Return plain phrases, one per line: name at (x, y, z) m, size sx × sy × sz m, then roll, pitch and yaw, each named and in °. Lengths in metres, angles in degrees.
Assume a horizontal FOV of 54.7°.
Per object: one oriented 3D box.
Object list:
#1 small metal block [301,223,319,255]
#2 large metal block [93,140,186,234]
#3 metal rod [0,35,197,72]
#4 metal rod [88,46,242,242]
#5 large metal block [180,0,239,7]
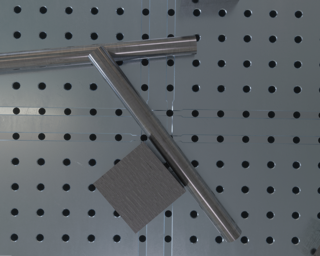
small metal block at (0.230, 0.164, 0.415) m, size 0.050 × 0.025 × 0.050 m, roll 31°, pitch 90°, yaw 0°
large metal block at (-0.025, 0.072, 0.401) m, size 0.080 × 0.050 × 0.080 m, roll -40°, pitch 90°, yaw 0°
metal rod at (-0.103, -0.097, 0.412) m, size 0.302 × 0.025 × 0.025 m, roll -5°, pitch 90°, yaw 0°
metal rod at (0.009, 0.024, 0.401) m, size 0.025 × 0.025 × 0.299 m, roll -37°, pitch 95°, yaw 0°
large metal block at (0.064, -0.209, 0.401) m, size 0.080 × 0.050 × 0.080 m, roll -6°, pitch 90°, yaw 0°
